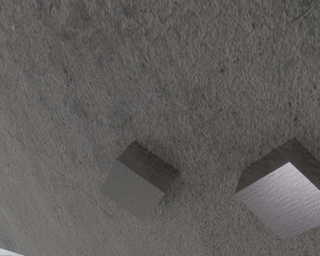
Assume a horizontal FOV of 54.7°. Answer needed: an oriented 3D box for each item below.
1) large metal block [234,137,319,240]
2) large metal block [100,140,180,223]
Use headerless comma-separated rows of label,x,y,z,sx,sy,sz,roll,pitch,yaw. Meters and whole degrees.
large metal block,0.148,0.071,0.357,0.080,0.050,0.080,43,129,-2
large metal block,-0.031,0.079,0.456,0.080,0.050,0.079,34,129,5
